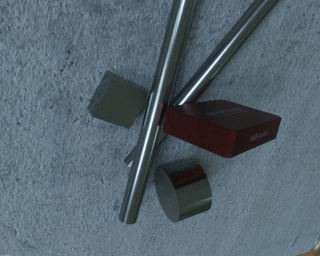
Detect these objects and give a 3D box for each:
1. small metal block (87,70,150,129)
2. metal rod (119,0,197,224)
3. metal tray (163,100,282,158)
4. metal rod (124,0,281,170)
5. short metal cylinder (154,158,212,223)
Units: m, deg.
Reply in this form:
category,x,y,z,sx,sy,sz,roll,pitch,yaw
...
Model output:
category,x,y,z,sx,sy,sz,roll,pitch,yaw
small metal block,-0.049,-0.032,0.362,0.050,0.025,0.050,20,108,-36
metal rod,-0.006,-0.017,0.373,0.025,0.025,0.298,5,109,-31
metal tray,0.079,-0.005,0.377,0.131,0.090,0.030,-12,117,-48
metal rod,0.056,-0.064,0.399,0.025,0.025,0.299,33,99,-39
short metal cylinder,0.031,0.089,0.445,0.050,0.080,0.079,-14,124,-21
